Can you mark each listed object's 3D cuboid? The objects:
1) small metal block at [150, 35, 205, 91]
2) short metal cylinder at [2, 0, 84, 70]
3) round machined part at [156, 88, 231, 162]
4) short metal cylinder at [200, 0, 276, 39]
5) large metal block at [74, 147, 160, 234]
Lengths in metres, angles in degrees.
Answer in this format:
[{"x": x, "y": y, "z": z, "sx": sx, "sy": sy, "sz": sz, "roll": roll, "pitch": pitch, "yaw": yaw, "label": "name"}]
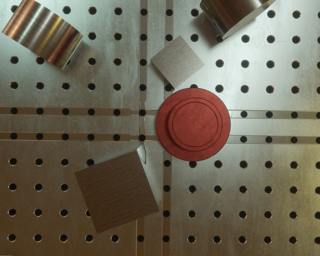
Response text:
[{"x": 0.023, "y": -0.086, "z": 0.414, "sx": 0.050, "sy": 0.025, "sz": 0.050, "roll": -39, "pitch": 91, "yaw": 0, "label": "small metal block"}, {"x": -0.143, "y": -0.115, "z": 0.384, "sx": 0.080, "sy": 0.080, "sz": 0.050, "roll": 32, "pitch": 90, "yaw": -1, "label": "short metal cylinder"}, {"x": 0.044, "y": -0.004, "z": 0.405, "sx": 0.099, "sy": 0.042, "sz": 0.097, "roll": 0, "pitch": 90, "yaw": 0, "label": "round machined part"}, {"x": 0.097, "y": -0.157, "z": 0.387, "sx": 0.080, "sy": 0.080, "sz": 0.050, "roll": -35, "pitch": 90, "yaw": 0, "label": "short metal cylinder"}, {"x": -0.052, "y": 0.077, "z": 0.400, "sx": 0.080, "sy": 0.050, "sz": 0.080, "roll": -20, "pitch": 90, "yaw": -1, "label": "large metal block"}]
